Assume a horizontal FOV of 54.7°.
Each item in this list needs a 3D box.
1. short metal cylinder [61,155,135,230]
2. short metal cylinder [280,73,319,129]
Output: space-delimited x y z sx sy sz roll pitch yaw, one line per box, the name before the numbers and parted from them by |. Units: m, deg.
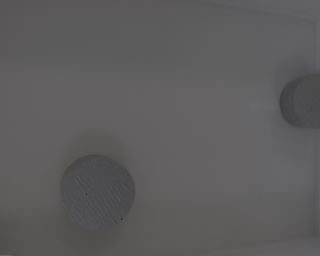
short metal cylinder | -0.075 0.074 0.369 0.081 0.050 0.080 0 90 -20
short metal cylinder | 0.231 -0.039 0.469 0.081 0.050 0.079 0 91 0
